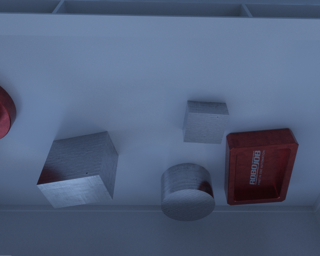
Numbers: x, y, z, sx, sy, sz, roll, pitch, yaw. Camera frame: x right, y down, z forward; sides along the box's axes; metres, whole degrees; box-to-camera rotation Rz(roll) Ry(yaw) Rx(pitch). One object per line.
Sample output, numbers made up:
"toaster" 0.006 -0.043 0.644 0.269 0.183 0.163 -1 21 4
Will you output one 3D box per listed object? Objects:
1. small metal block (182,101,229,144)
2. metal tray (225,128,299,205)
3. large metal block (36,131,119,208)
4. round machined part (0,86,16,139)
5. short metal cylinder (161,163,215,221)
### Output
"small metal block" 0.058 -0.007 0.404 0.050 0.025 0.050 3 130 -4
"metal tray" 0.145 0.062 0.460 0.091 0.030 0.129 -5 130 4
"large metal block" -0.106 0.055 0.419 0.080 0.080 0.050 -10 130 8
"round machined part" -0.235 -0.016 0.380 0.099 0.042 0.097 -1 130 0
"short metal cylinder" 0.042 0.100 0.479 0.081 0.050 0.079 0 130 0
